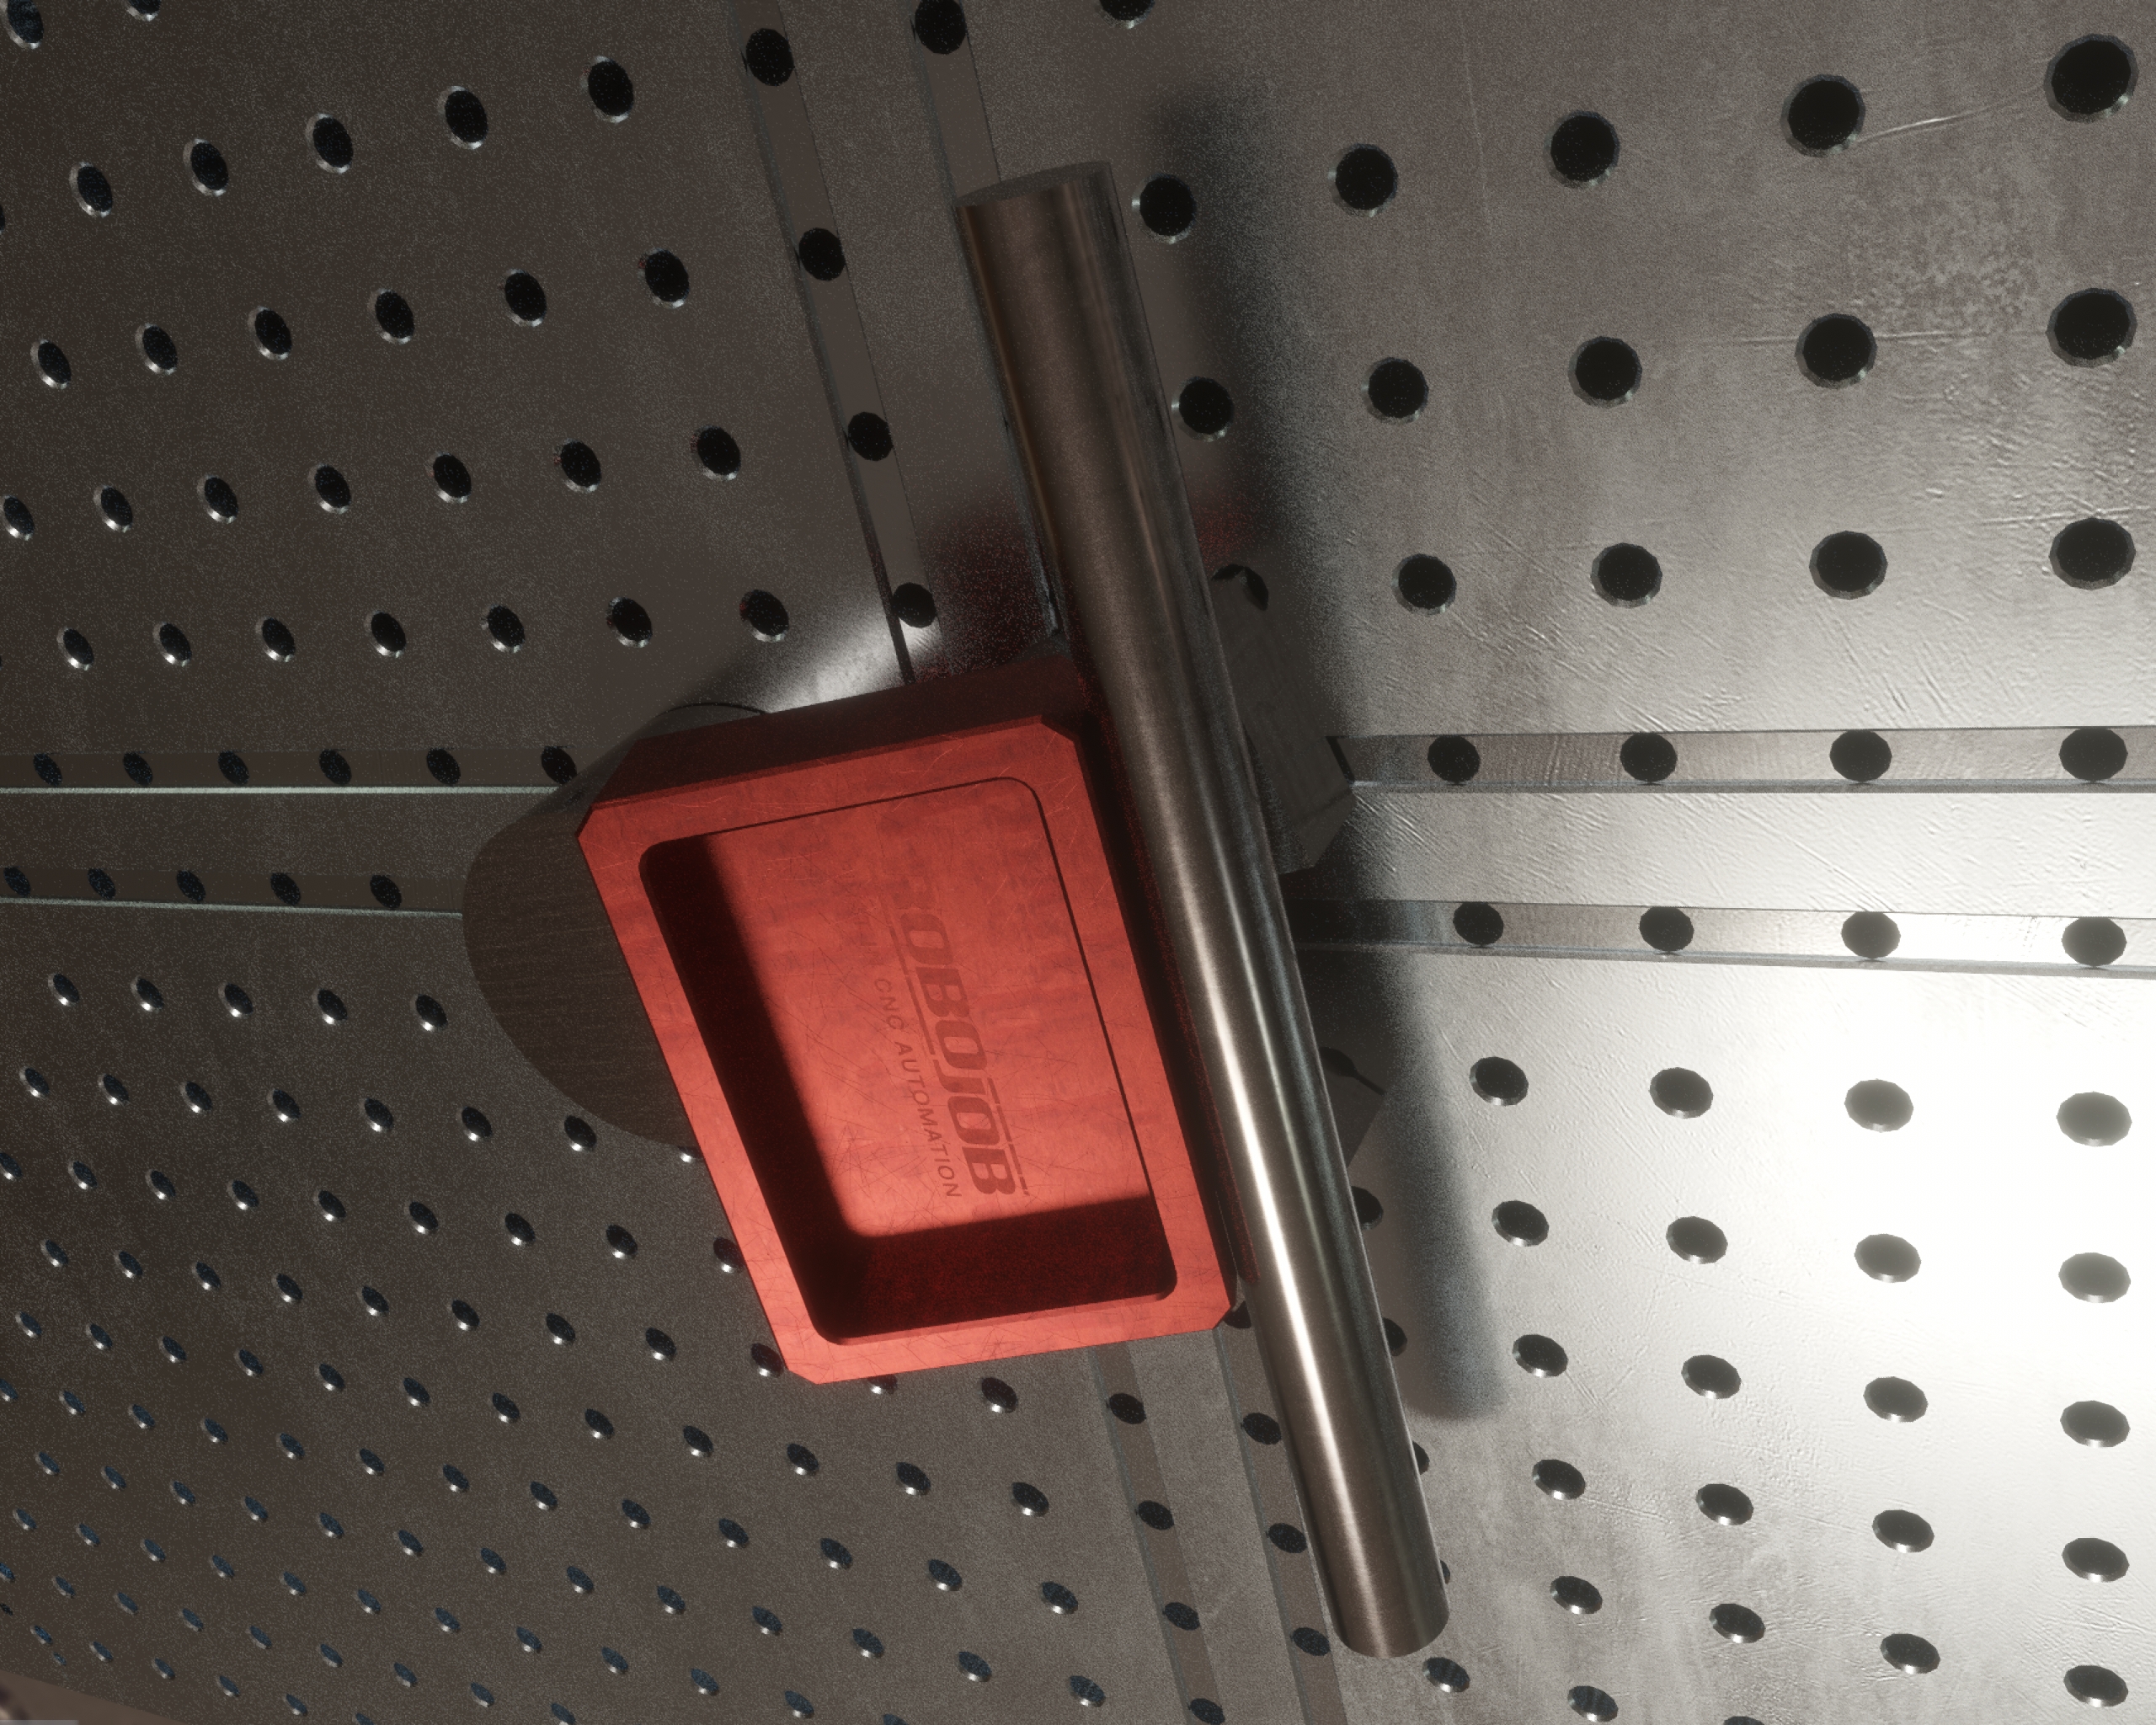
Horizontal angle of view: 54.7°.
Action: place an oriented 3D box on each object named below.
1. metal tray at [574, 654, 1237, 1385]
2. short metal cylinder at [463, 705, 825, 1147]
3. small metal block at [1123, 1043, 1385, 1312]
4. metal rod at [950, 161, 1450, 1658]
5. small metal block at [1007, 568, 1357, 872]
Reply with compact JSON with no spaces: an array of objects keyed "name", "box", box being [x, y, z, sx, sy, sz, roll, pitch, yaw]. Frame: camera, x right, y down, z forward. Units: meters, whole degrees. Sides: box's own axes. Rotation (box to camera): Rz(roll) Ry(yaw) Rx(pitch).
[{"name":"metal tray","box":[-0.027,0.033,0.390,0.090,0.030,0.129,-11,115,11]},{"name":"short metal cylinder","box":[-0.082,0.013,0.443,0.080,0.050,0.079,13,124,20]},{"name":"small metal block","box":[0.027,0.057,0.430,0.050,0.025,0.050,34,129,5]},{"name":"metal rod","box":[0.029,0.027,0.379,0.025,0.025,0.298,-1,118,28]},{"name":"small metal block","box":[0.016,-0.021,0.389,0.050,0.025,0.050,-16,110,34]}]
